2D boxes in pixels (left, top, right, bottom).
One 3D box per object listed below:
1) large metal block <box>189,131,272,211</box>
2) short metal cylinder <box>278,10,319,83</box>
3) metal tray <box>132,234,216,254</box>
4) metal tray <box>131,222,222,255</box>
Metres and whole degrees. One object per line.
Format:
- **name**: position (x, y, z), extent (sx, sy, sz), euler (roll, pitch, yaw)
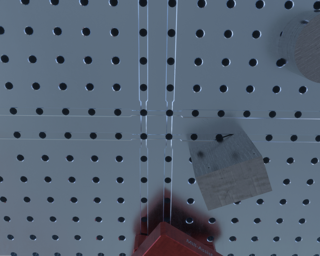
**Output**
- **large metal block**: position (0.088, 0.053, 0.404), extent (0.080, 0.080, 0.050), euler (-19, 109, 7)
- **short metal cylinder**: position (0.189, -0.097, 0.366), extent (0.081, 0.050, 0.079), euler (0, 110, 0)
- **metal tray**: position (0.018, 0.224, 0.493), extent (0.131, 0.030, 0.089), euler (10, 110, -4)
- **metal tray**: position (0.030, 0.205, 0.454), extent (0.130, 0.030, 0.090), euler (34, 106, -12)
